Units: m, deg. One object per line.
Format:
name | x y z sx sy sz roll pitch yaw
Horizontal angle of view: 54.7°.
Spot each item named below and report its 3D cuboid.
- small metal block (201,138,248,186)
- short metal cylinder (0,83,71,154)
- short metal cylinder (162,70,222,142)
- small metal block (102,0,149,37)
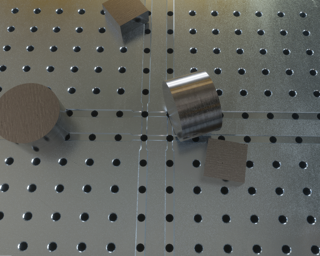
small metal block | 0.082 0.044 0.396 0.050 0.025 0.050 10 70 3
short metal cylinder | -0.163 -0.011 0.401 0.081 0.050 0.080 0 70 0
short metal cylinder | 0.039 -0.028 0.393 0.050 0.080 0.080 -17 71 -6
small metal block | -0.052 -0.177 0.476 0.050 0.025 0.050 -34 74 -12
